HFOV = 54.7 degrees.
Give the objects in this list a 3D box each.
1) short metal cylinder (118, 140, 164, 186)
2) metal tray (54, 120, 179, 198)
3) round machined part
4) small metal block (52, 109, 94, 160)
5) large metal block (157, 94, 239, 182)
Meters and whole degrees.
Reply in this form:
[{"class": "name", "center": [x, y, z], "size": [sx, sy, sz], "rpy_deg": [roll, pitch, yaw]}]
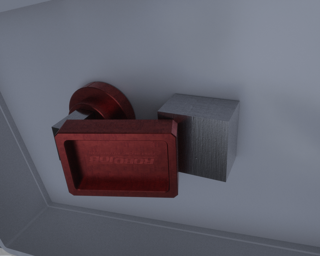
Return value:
[{"class": "short metal cylinder", "center": [-0.027, 0.048, 0.418], "size": [0.080, 0.050, 0.079], "rpy_deg": [6, 132, 7]}, {"class": "metal tray", "center": [-0.045, 0.036, 0.357], "size": [0.131, 0.030, 0.089], "rpy_deg": [0, 121, 6]}, {"class": "round machined part", "center": [-0.087, -0.012, 0.432], "size": [0.098, 0.042, 0.097], "rpy_deg": [13, 124, 20]}, {"class": "small metal block", "center": [-0.107, 0.010, 0.397], "size": [0.025, 0.050, 0.050], "rpy_deg": [12, 123, 21]}, {"class": "large metal block", "center": [0.047, 0.010, 0.369], "size": [0.080, 0.050, 0.079], "rpy_deg": [9, 123, 23]}]
